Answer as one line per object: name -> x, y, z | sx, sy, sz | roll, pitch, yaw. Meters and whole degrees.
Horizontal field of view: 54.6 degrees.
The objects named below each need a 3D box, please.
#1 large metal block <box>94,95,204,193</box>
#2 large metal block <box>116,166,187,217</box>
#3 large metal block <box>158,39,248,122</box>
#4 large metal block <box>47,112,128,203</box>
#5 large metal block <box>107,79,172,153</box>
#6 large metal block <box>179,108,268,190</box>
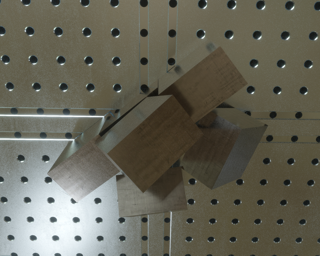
large metal block -> -0.015, 0.012, 0.321 | 0.080, 0.080, 0.050 | -43, 106, -12
large metal block -> -0.007, 0.087, 0.408 | 0.080, 0.080, 0.050 | -8, 74, 3
large metal block -> 0.045, -0.055, 0.364 | 0.080, 0.080, 0.050 | -37, 106, 12
large metal block -> -0.084, 0.034, 0.395 | 0.080, 0.080, 0.050 | -36, 106, 12
large metal block -> -0.009, -0.003, 0.400 | 0.080, 0.050, 0.080 | -37, 106, 12
large metal block -> 0.080, 0.022, 0.385 | 0.050, 0.081, 0.080 | 34, 113, 32
